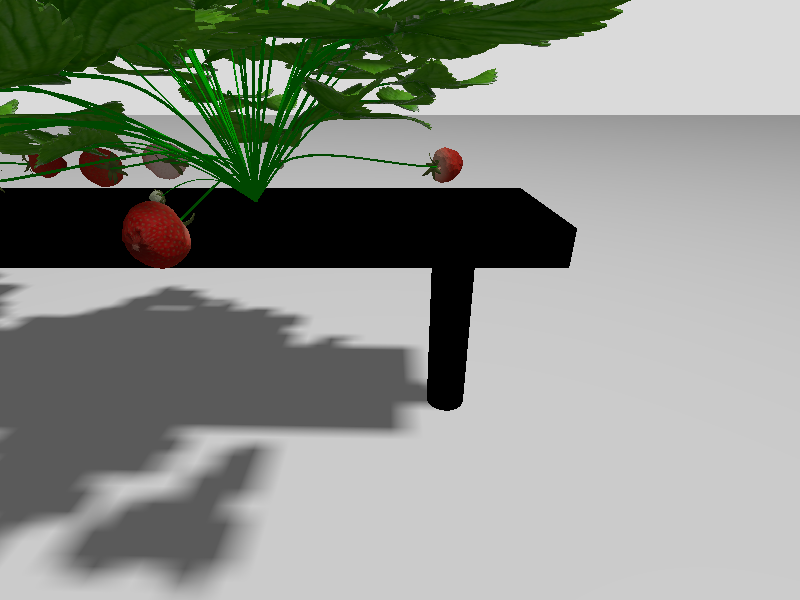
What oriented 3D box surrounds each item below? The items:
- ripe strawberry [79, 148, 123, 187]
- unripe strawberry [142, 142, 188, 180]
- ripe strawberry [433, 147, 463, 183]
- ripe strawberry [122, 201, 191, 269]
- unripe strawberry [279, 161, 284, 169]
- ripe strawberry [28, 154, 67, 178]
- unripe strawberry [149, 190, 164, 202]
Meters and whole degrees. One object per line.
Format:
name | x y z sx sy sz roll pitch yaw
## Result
ripe strawberry | -0.309 -0.136 0.410 0.040 0.039 0.037 10 28 21
unripe strawberry | -0.259 -0.153 0.440 0.039 0.039 0.043 20 32 35
ripe strawberry | 0.051 -0.142 0.422 0.034 0.036 0.031 -12 29 -25
ripe strawberry | -0.124 -0.032 0.200 0.029 0.033 0.032 0 27 -1
unripe strawberry | -0.146 -0.166 0.491 0.009 0.010 0.010 -3 27 -7
ripe strawberry | -0.405 -0.158 0.461 0.033 0.032 0.030 -19 32 -34
unripe strawberry | -0.205 -0.087 0.337 0.011 0.011 0.010 -11 27 -2
